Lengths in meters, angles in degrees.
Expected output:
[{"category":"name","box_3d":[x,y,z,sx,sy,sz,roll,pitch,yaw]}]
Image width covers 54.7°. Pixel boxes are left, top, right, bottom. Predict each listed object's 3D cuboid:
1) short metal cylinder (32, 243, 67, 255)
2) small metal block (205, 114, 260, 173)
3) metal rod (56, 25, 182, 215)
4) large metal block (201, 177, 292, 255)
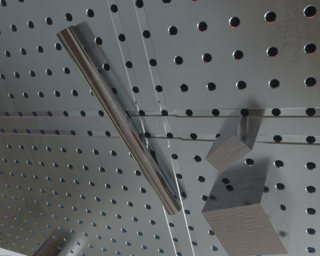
[{"category":"short metal cylinder","box_3d":[-0.262,0.318,0.726,0.080,0.050,0.079,13,124,20]},{"category":"small metal block","box_3d":[0.085,0.018,0.361,0.025,0.050,0.050,42,129,-1]},{"category":"metal rod","box_3d":[-0.049,0.000,0.435,0.025,0.025,0.299,-19,109,35]},{"category":"large metal block","box_3d":[0.115,0.119,0.408,0.080,0.050,0.080,-21,108,35]}]
